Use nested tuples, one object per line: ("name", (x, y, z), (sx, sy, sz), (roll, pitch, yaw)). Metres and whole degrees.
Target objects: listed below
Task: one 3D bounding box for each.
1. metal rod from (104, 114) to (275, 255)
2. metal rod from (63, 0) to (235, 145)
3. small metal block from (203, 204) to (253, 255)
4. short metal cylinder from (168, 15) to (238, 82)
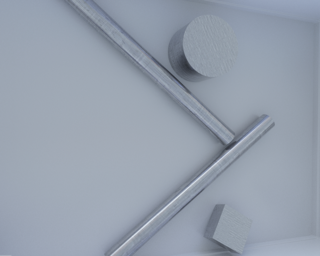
("metal rod", (0.051, 0.078, 0.430), (0.301, 0.025, 0.025), (-38, 103, -16))
("metal rod", (-0.011, -0.079, 0.407), (0.300, 0.025, 0.025), (41, 77, -16))
("small metal block", (0.097, 0.143, 0.440), (0.050, 0.025, 0.050), (32, 66, -11))
("short metal cylinder", (0.057, -0.105, 0.420), (0.081, 0.050, 0.079), (0, 90, -21))
